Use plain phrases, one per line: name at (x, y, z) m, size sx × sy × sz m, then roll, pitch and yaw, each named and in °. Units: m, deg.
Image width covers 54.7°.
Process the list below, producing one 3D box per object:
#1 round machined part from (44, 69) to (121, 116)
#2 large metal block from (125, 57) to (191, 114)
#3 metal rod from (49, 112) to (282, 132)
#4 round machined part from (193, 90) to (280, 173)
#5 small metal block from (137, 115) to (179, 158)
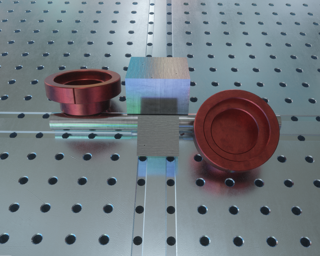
round machined part at (-0.102, -0.048, 0.420) m, size 0.099 × 0.042 × 0.098 m, roll 0°, pitch 24°, yaw 0°
large metal block at (-0.002, -0.061, 0.427) m, size 0.081 × 0.050 × 0.080 m, roll 1°, pitch 32°, yaw 0°
metal rod at (0.007, -0.008, 0.415) m, size 0.302 × 0.025 × 0.025 m, roll 0°, pitch 50°, yaw 0°
round machined part at (0.089, 0.006, 0.376) m, size 0.099 × 0.042 × 0.098 m, roll 0°, pitch 75°, yaw 0°
small metal block at (-0.002, 0.012, 0.385) m, size 0.050 × 0.025 × 0.050 m, roll 1°, pitch 79°, yaw 0°
